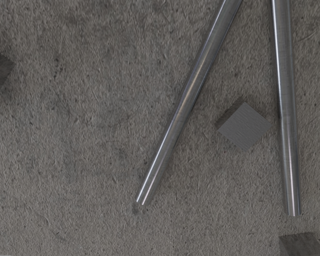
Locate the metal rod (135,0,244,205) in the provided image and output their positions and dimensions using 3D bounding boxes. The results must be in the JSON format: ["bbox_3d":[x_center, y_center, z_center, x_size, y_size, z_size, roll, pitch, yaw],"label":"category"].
[{"bbox_3d":[0.031,-0.026,0.400,0.025,0.025,0.298,21,109,-8],"label":"metal rod"}]

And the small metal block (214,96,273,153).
[{"bbox_3d":[0.109,-0.005,0.409,0.050,0.025,0.050,37,106,-13],"label":"small metal block"}]

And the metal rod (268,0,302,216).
[{"bbox_3d":[0.166,-0.015,0.405,0.025,0.025,0.298,-11,110,4],"label":"metal rod"}]

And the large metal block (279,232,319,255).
[{"bbox_3d":[0.219,0.217,0.463,0.050,0.080,0.079,-10,110,3],"label":"large metal block"}]

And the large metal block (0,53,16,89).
[{"bbox_3d":[-0.239,-0.066,0.370,0.080,0.050,0.080,36,106,-13],"label":"large metal block"}]
